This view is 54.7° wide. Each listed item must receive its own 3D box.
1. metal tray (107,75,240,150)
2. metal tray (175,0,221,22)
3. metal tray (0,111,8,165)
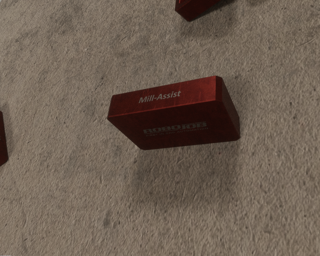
[{"bbox_3d":[0.018,-0.011,0.358,0.130,0.090,0.030,-8,59,24],"label":"metal tray"},{"bbox_3d":[0.071,-0.243,0.490,0.090,0.030,0.130,-22,50,43],"label":"metal tray"},{"bbox_3d":[-0.321,0.029,0.547,0.090,0.030,0.130,-34,52,5],"label":"metal tray"}]
